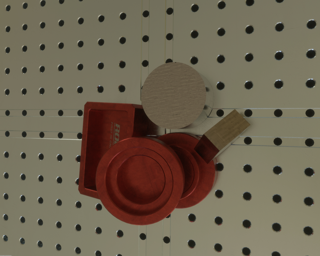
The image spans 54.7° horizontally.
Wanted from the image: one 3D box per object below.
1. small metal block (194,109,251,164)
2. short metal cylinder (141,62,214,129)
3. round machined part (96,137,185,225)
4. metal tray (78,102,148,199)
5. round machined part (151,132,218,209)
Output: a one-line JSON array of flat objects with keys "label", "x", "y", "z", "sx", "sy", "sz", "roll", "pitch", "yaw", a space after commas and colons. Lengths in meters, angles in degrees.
[{"label": "small metal block", "x": 0.072, "y": 0.011, "z": 0.363, "sx": 0.050, "sy": 0.050, "sz": 0.025, "roll": -37, "pitch": 76, "yaw": -20}, {"label": "short metal cylinder", "x": 0.023, "y": -0.038, "z": 0.390, "sx": 0.080, "sy": 0.050, "sz": 0.079, "roll": 0, "pitch": 90, "yaw": 19}, {"label": "round machined part", "x": -0.020, "y": 0.058, "z": 0.359, "sx": 0.098, "sy": 0.042, "sz": 0.097, "roll": 0, "pitch": 92, "yaw": 9}, {"label": "metal tray", "x": -0.065, "y": 0.031, "z": 0.420, "sx": 0.090, "sy": 0.030, "sz": 0.129, "roll": 6, "pitch": 92, "yaw": 34}, {"label": "round machined part", "x": 0.021, "y": 0.054, "z": 0.394, "sx": 0.098, "sy": 0.042, "sz": 0.097, "roll": 0, "pitch": 90, "yaw": 19}]
